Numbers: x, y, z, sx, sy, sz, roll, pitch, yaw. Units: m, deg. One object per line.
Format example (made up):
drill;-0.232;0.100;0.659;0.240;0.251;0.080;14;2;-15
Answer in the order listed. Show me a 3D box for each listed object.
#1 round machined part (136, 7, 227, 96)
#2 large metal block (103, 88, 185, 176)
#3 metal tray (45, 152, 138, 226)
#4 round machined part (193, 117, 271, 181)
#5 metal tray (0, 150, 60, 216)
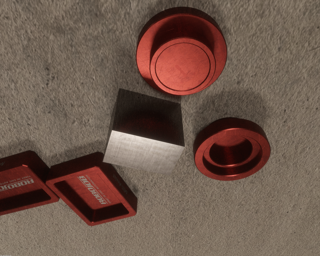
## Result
round machined part;0.023;-0.074;0.333;0.099;0.042;0.097;-1;130;0
large metal block;-0.019;0.004;0.374;0.081;0.080;0.050;14;129;-12
metal tray;-0.103;0.100;0.487;0.090;0.030;0.130;-18;128;14
round machined part;0.094;0.024;0.418;0.099;0.042;0.097;-1;130;0
metal tray;-0.230;0.089;0.475;0.130;0.030;0.090;-16;129;12
